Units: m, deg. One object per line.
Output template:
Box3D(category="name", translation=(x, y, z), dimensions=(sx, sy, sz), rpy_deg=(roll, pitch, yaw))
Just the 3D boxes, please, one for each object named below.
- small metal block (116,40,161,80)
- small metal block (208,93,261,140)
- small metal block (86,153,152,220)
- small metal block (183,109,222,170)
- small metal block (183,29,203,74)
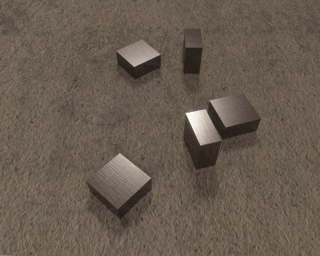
Box3D(category="small metal block", translation=(-0.034, -0.110, 0.496), dimensions=(0.050, 0.025, 0.050), rpy_deg=(-31, 57, -24))
Box3D(category="small metal block", translation=(0.099, -0.017, 0.419), dimensions=(0.050, 0.025, 0.050), rpy_deg=(-13, 51, -12))
Box3D(category="small metal block", translation=(-0.045, 0.064, 0.349), dimensions=(0.050, 0.025, 0.050), rpy_deg=(35, 58, 25))
Box3D(category="small metal block", translation=(0.050, 0.014, 0.376), dimensions=(0.025, 0.050, 0.050), rpy_deg=(-12, 51, -10))
Box3D(category="small metal block", translation=(0.051, -0.121, 0.490), dimensions=(0.025, 0.050, 0.050), rpy_deg=(1, 50, 0))
